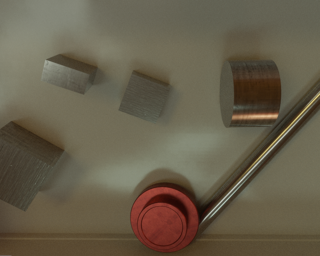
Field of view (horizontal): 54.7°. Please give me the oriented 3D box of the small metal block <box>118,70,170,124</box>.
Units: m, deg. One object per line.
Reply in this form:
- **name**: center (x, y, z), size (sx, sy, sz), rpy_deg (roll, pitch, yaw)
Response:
- **small metal block**: center (-0.020, -0.040, 0.396), size (0.050, 0.025, 0.050), rpy_deg (20, 109, -8)

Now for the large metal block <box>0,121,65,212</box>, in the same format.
- **large metal block**: center (-0.190, 0.051, 0.414), size (0.080, 0.050, 0.080), rpy_deg (32, 107, -12)

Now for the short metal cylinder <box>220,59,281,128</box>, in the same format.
- **short metal cylinder**: center (0.104, -0.041, 0.369), size (0.050, 0.080, 0.079), rpy_deg (-2, 110, 0)

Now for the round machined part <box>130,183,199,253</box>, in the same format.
- **round machined part**: center (0.006, 0.130, 0.437), size (0.099, 0.042, 0.097), rpy_deg (1, 96, 8)

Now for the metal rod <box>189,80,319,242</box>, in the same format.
- **metal rod**: center (0.132, 0.051, 0.432), size (0.025, 0.025, 0.299), rpy_deg (35, 106, -12)

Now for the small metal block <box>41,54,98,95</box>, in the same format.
- **small metal block**: center (-0.107, -0.066, 0.372), size (0.050, 0.050, 0.025), rpy_deg (18, 109, -7)
